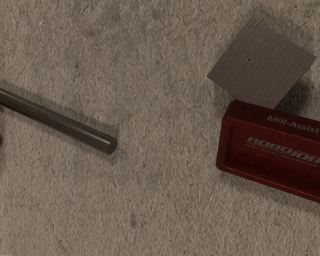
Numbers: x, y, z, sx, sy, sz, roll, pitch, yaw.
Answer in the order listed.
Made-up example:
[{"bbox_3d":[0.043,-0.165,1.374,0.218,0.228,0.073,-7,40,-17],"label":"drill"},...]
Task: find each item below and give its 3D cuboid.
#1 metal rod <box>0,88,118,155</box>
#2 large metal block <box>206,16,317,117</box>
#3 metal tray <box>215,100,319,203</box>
[{"bbox_3d":[-0.199,-0.028,0.477,0.301,0.025,0.025,22,97,18],"label":"metal rod"},{"bbox_3d":[0.114,-0.065,0.355,0.080,0.050,0.080,40,102,15],"label":"large metal block"},{"bbox_3d":[0.130,0.027,0.331,0.130,0.030,0.089,17,140,18],"label":"metal tray"}]
